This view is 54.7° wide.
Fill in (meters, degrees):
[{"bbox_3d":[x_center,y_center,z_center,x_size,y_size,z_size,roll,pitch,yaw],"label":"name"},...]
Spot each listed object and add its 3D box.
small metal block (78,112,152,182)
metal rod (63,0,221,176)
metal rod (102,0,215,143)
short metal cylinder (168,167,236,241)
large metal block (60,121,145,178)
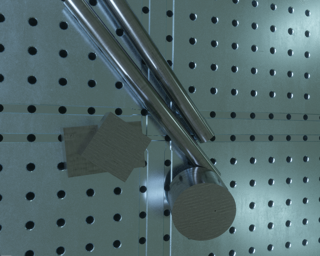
[{"bbox_3d":[-0.045,0.019,0.311,0.050,0.025,0.050,35,79,-17],"label":"small metal block"},{"bbox_3d":[-0.015,-0.042,0.406,0.025,0.025,0.300,-42,104,-15],"label":"metal rod"},{"bbox_3d":[-0.018,-0.105,0.405,0.025,0.025,0.299,-39,103,-16],"label":"metal rod"},{"bbox_3d":[0.053,0.098,0.406,0.081,0.050,0.079,-1,105,-5],"label":"short metal cylinder"},{"bbox_3d":[-0.069,0.021,0.358,0.081,0.080,0.050,-6,92,-20],"label":"large metal block"}]
